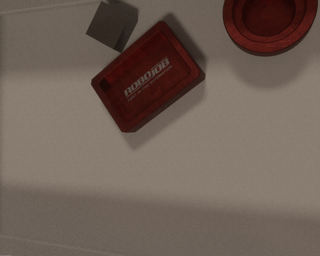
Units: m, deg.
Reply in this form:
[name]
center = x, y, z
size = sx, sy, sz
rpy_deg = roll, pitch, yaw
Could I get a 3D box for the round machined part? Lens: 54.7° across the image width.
[round machined part]
center = 0.125, -0.131, 0.357
size = 0.098, 0.042, 0.097
rpy_deg = 0, 90, 19

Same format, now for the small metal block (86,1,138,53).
[small metal block]
center = -0.068, -0.140, 0.433
size = 0.050, 0.025, 0.050
rpy_deg = 32, 100, 17

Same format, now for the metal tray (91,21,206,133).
[metal tray]
center = -0.018, -0.065, 0.413
size = 0.130, 0.030, 0.090
rpy_deg = -37, 79, 16
